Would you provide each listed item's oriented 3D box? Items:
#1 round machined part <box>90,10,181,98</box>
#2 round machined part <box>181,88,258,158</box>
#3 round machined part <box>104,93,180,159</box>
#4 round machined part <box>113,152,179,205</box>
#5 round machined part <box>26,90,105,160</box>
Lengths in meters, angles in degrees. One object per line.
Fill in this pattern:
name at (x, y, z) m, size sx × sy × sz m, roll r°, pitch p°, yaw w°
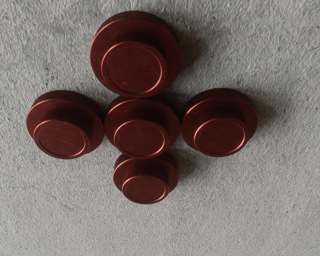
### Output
round machined part at (-0.027, -0.072, 0.336) m, size 0.099 × 0.042 × 0.097 m, roll -1°, pitch 130°, yaw 0°
round machined part at (0.076, 0.000, 0.399) m, size 0.099 × 0.042 × 0.097 m, roll -1°, pitch 130°, yaw 0°
round machined part at (-0.023, 0.003, 0.400) m, size 0.099 × 0.042 × 0.097 m, roll -1°, pitch 130°, yaw 0°
round machined part at (-0.021, 0.078, 0.463) m, size 0.099 × 0.042 × 0.097 m, roll -1°, pitch 130°, yaw 0°
round machined part at (-0.122, 0.003, 0.398) m, size 0.099 × 0.042 × 0.097 m, roll -1°, pitch 130°, yaw 0°
